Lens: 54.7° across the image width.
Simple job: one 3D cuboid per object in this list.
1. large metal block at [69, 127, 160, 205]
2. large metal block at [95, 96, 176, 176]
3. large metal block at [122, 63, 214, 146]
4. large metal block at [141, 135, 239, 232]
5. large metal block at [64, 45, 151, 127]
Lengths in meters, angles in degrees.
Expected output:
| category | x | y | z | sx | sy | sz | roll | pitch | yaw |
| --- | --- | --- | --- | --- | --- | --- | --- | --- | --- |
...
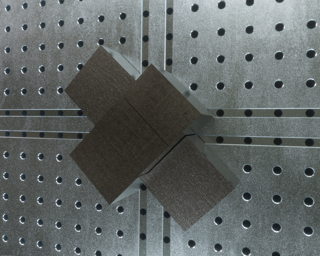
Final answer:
| category | x | y | z | sx | sy | sz | roll | pitch | yaw |
| --- | --- | --- | --- | --- | --- | --- | --- | --- | --- |
| large metal block | -0.054 | 0.044 | 0.402 | 0.050 | 0.080 | 0.080 | -46 | 76 | 14 |
| large metal block | -0.021 | 0.009 | 0.390 | 0.050 | 0.080 | 0.080 | -46 | 76 | 14 |
| large metal block | 0.014 | -0.026 | 0.378 | 0.050 | 0.080 | 0.080 | -46 | 76 | 14 |
| large metal block | 0.039 | 0.065 | 0.385 | 0.080 | 0.050 | 0.080 | -46 | 76 | 15 |
| large metal block | -0.066 | -0.050 | 0.419 | 0.080 | 0.050 | 0.080 | 47 | 105 | 13 |
